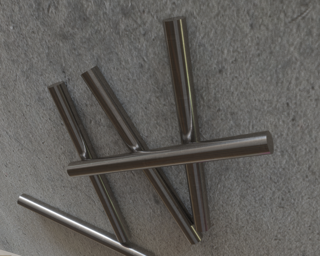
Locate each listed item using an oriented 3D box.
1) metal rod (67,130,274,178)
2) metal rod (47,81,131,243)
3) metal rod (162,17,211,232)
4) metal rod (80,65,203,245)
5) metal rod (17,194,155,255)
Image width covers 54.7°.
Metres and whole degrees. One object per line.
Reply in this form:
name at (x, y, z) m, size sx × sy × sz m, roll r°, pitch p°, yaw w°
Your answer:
metal rod at (-0.010, 0.040, 0.401) m, size 0.300 × 0.025 × 0.025 m, roll -11°, pitch 113°, yaw 32°
metal rod at (-0.107, 0.068, 0.502) m, size 0.025 × 0.025 × 0.298 m, roll -4°, pitch 117°, yaw 30°
metal rod at (0.039, 0.015, 0.394) m, size 0.025 × 0.025 × 0.298 m, roll 4°, pitch 120°, yaw 26°
metal rod at (-0.019, 0.048, 0.444) m, size 0.025 × 0.025 × 0.299 m, roll -20°, pitch 108°, yaw 35°
metal rod at (-0.151, 0.194, 0.604) m, size 0.301 × 0.025 × 0.025 m, roll 18°, pitch 126°, yaw 17°
